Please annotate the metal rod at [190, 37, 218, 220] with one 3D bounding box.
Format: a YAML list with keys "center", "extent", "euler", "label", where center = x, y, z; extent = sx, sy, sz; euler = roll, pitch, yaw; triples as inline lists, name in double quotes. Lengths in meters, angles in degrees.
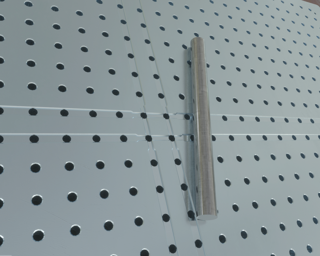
- center: [0.060, -0.019, 0.451]
  extent: [0.025, 0.025, 0.300]
  euler: [15, 56, -20]
  label: "metal rod"
